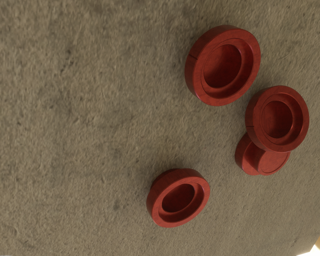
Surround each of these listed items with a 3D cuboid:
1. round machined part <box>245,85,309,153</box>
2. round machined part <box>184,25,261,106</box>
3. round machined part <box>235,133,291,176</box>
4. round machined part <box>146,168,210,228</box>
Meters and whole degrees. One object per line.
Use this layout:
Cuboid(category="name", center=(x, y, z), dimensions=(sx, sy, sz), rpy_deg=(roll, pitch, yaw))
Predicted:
Cuboid(category="round machined part", center=(0.170, -0.013, 0.465), dimensions=(0.099, 0.042, 0.097), rpy_deg=(0, 89, -18))
Cuboid(category="round machined part", center=(0.073, -0.080, 0.388), dimensions=(0.099, 0.042, 0.097), rpy_deg=(-14, 125, -21))
Cuboid(category="round machined part", center=(0.179, 0.041, 0.522), dimensions=(0.099, 0.042, 0.097), rpy_deg=(-14, 125, -21))
Cuboid(category="round machined part", center=(0.024, 0.101, 0.473), dimensions=(0.099, 0.042, 0.097), rpy_deg=(-14, 125, -21))
